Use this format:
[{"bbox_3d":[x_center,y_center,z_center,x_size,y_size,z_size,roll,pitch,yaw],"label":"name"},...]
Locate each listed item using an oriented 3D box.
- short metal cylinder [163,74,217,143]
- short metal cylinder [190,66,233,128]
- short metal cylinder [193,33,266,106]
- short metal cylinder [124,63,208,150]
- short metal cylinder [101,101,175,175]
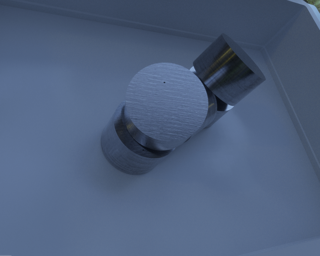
[{"bbox_3d":[0.026,-0.026,0.400,0.050,0.080,0.080,-34,81,-38],"label":"short metal cylinder"},{"bbox_3d":[0.063,-0.046,0.451,0.081,0.050,0.080,14,56,-21],"label":"short metal cylinder"},{"bbox_3d":[0.089,-0.075,0.400,0.080,0.050,0.080,35,29,-23],"label":"short metal cylinder"},{"bbox_3d":[0.004,-0.020,0.321,0.081,0.050,0.080,2,75,-8],"label":"short metal cylinder"},{"bbox_3d":[-0.024,0.009,0.370,0.081,0.050,0.080,14,56,-21],"label":"short metal cylinder"}]
